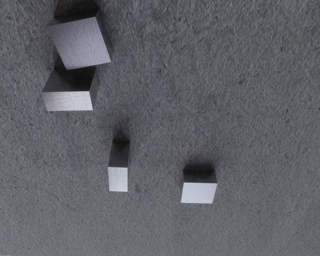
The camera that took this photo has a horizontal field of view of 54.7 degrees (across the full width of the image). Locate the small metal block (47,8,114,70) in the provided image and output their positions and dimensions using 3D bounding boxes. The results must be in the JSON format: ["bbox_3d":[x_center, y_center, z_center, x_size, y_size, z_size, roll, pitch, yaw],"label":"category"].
[{"bbox_3d":[-0.082,-0.093,0.327,0.050,0.025,0.050,-9,130,7],"label":"small metal block"}]

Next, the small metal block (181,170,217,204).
[{"bbox_3d":[0.059,0.093,0.487,0.050,0.025,0.050,2,130,-2],"label":"small metal block"}]

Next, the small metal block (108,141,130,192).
[{"bbox_3d":[-0.056,0.054,0.436,0.025,0.050,0.050,3,130,-3],"label":"small metal block"}]

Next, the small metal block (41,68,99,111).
[{"bbox_3d":[-0.099,-0.045,0.352,0.050,0.050,0.025,-1,130,1],"label":"small metal block"}]
